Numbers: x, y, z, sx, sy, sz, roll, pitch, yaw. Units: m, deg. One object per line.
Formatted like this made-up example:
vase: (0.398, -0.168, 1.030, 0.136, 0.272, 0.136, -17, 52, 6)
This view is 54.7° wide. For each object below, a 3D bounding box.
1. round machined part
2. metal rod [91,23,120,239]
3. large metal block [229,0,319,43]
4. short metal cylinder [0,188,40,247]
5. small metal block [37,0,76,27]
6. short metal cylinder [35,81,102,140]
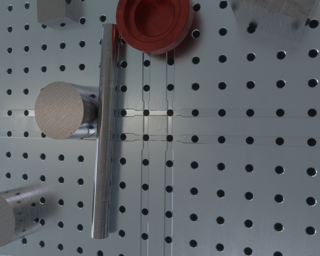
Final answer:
round machined part: (-0.004, -0.145, 0.405, 0.098, 0.042, 0.097, 0, 90, 20)
metal rod: (-0.077, 0.005, 0.439, 0.025, 0.025, 0.298, 4, 91, 20)
large metal block: (0.127, -0.140, 0.338, 0.080, 0.080, 0.050, 26, 99, 18)
short metal cylinder: (-0.238, 0.138, 0.483, 0.080, 0.050, 0.079, 0, 90, 20)
small metal block: (-0.157, -0.185, 0.468, 0.050, 0.025, 0.050, -3, 89, 20)
short metal cylinder: (-0.130, -0.024, 0.445, 0.080, 0.050, 0.079, 0, 90, 20)
